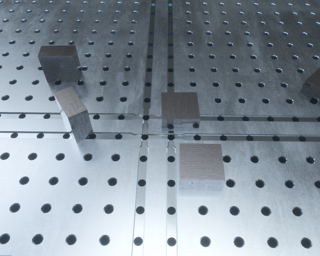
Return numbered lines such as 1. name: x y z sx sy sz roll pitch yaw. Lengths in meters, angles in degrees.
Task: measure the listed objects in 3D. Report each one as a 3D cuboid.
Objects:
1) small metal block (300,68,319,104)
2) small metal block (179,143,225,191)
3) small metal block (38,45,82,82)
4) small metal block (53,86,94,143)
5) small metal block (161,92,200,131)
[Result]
1. small metal block: 0.248 -0.061 0.461 0.050 0.025 0.050 -36 59 -26
2. small metal block: 0.048 0.046 0.369 0.050 0.025 0.050 1 50 1
3. small metal block: -0.151 -0.097 0.473 0.050 0.050 0.025 -1 50 -1
4. small metal block: -0.113 -0.018 0.406 0.025 0.050 0.050 -26 55 -20
5. small metal block: 0.027 -0.023 0.427 0.050 0.025 0.050 0 50 -1
